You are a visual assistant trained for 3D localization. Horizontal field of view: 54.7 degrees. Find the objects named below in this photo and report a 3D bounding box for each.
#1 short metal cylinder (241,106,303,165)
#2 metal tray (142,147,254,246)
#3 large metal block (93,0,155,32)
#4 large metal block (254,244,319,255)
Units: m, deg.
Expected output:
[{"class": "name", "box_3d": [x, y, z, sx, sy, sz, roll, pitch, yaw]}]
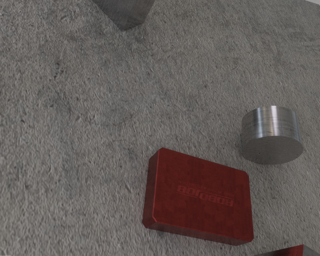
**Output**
[{"class": "short metal cylinder", "box_3d": [0.160, 0.012, 0.447, 0.080, 0.080, 0.050, 20, 54, -17]}, {"class": "metal tray", "box_3d": [0.048, 0.084, 0.375, 0.131, 0.030, 0.090, 18, 55, -18]}, {"class": "large metal block", "box_3d": [-0.053, -0.209, 0.467, 0.080, 0.080, 0.050, 47, 51, 5]}, {"class": "large metal block", "box_3d": [0.158, 0.179, 0.344, 0.080, 0.080, 0.050, 33, 52, -7]}]
